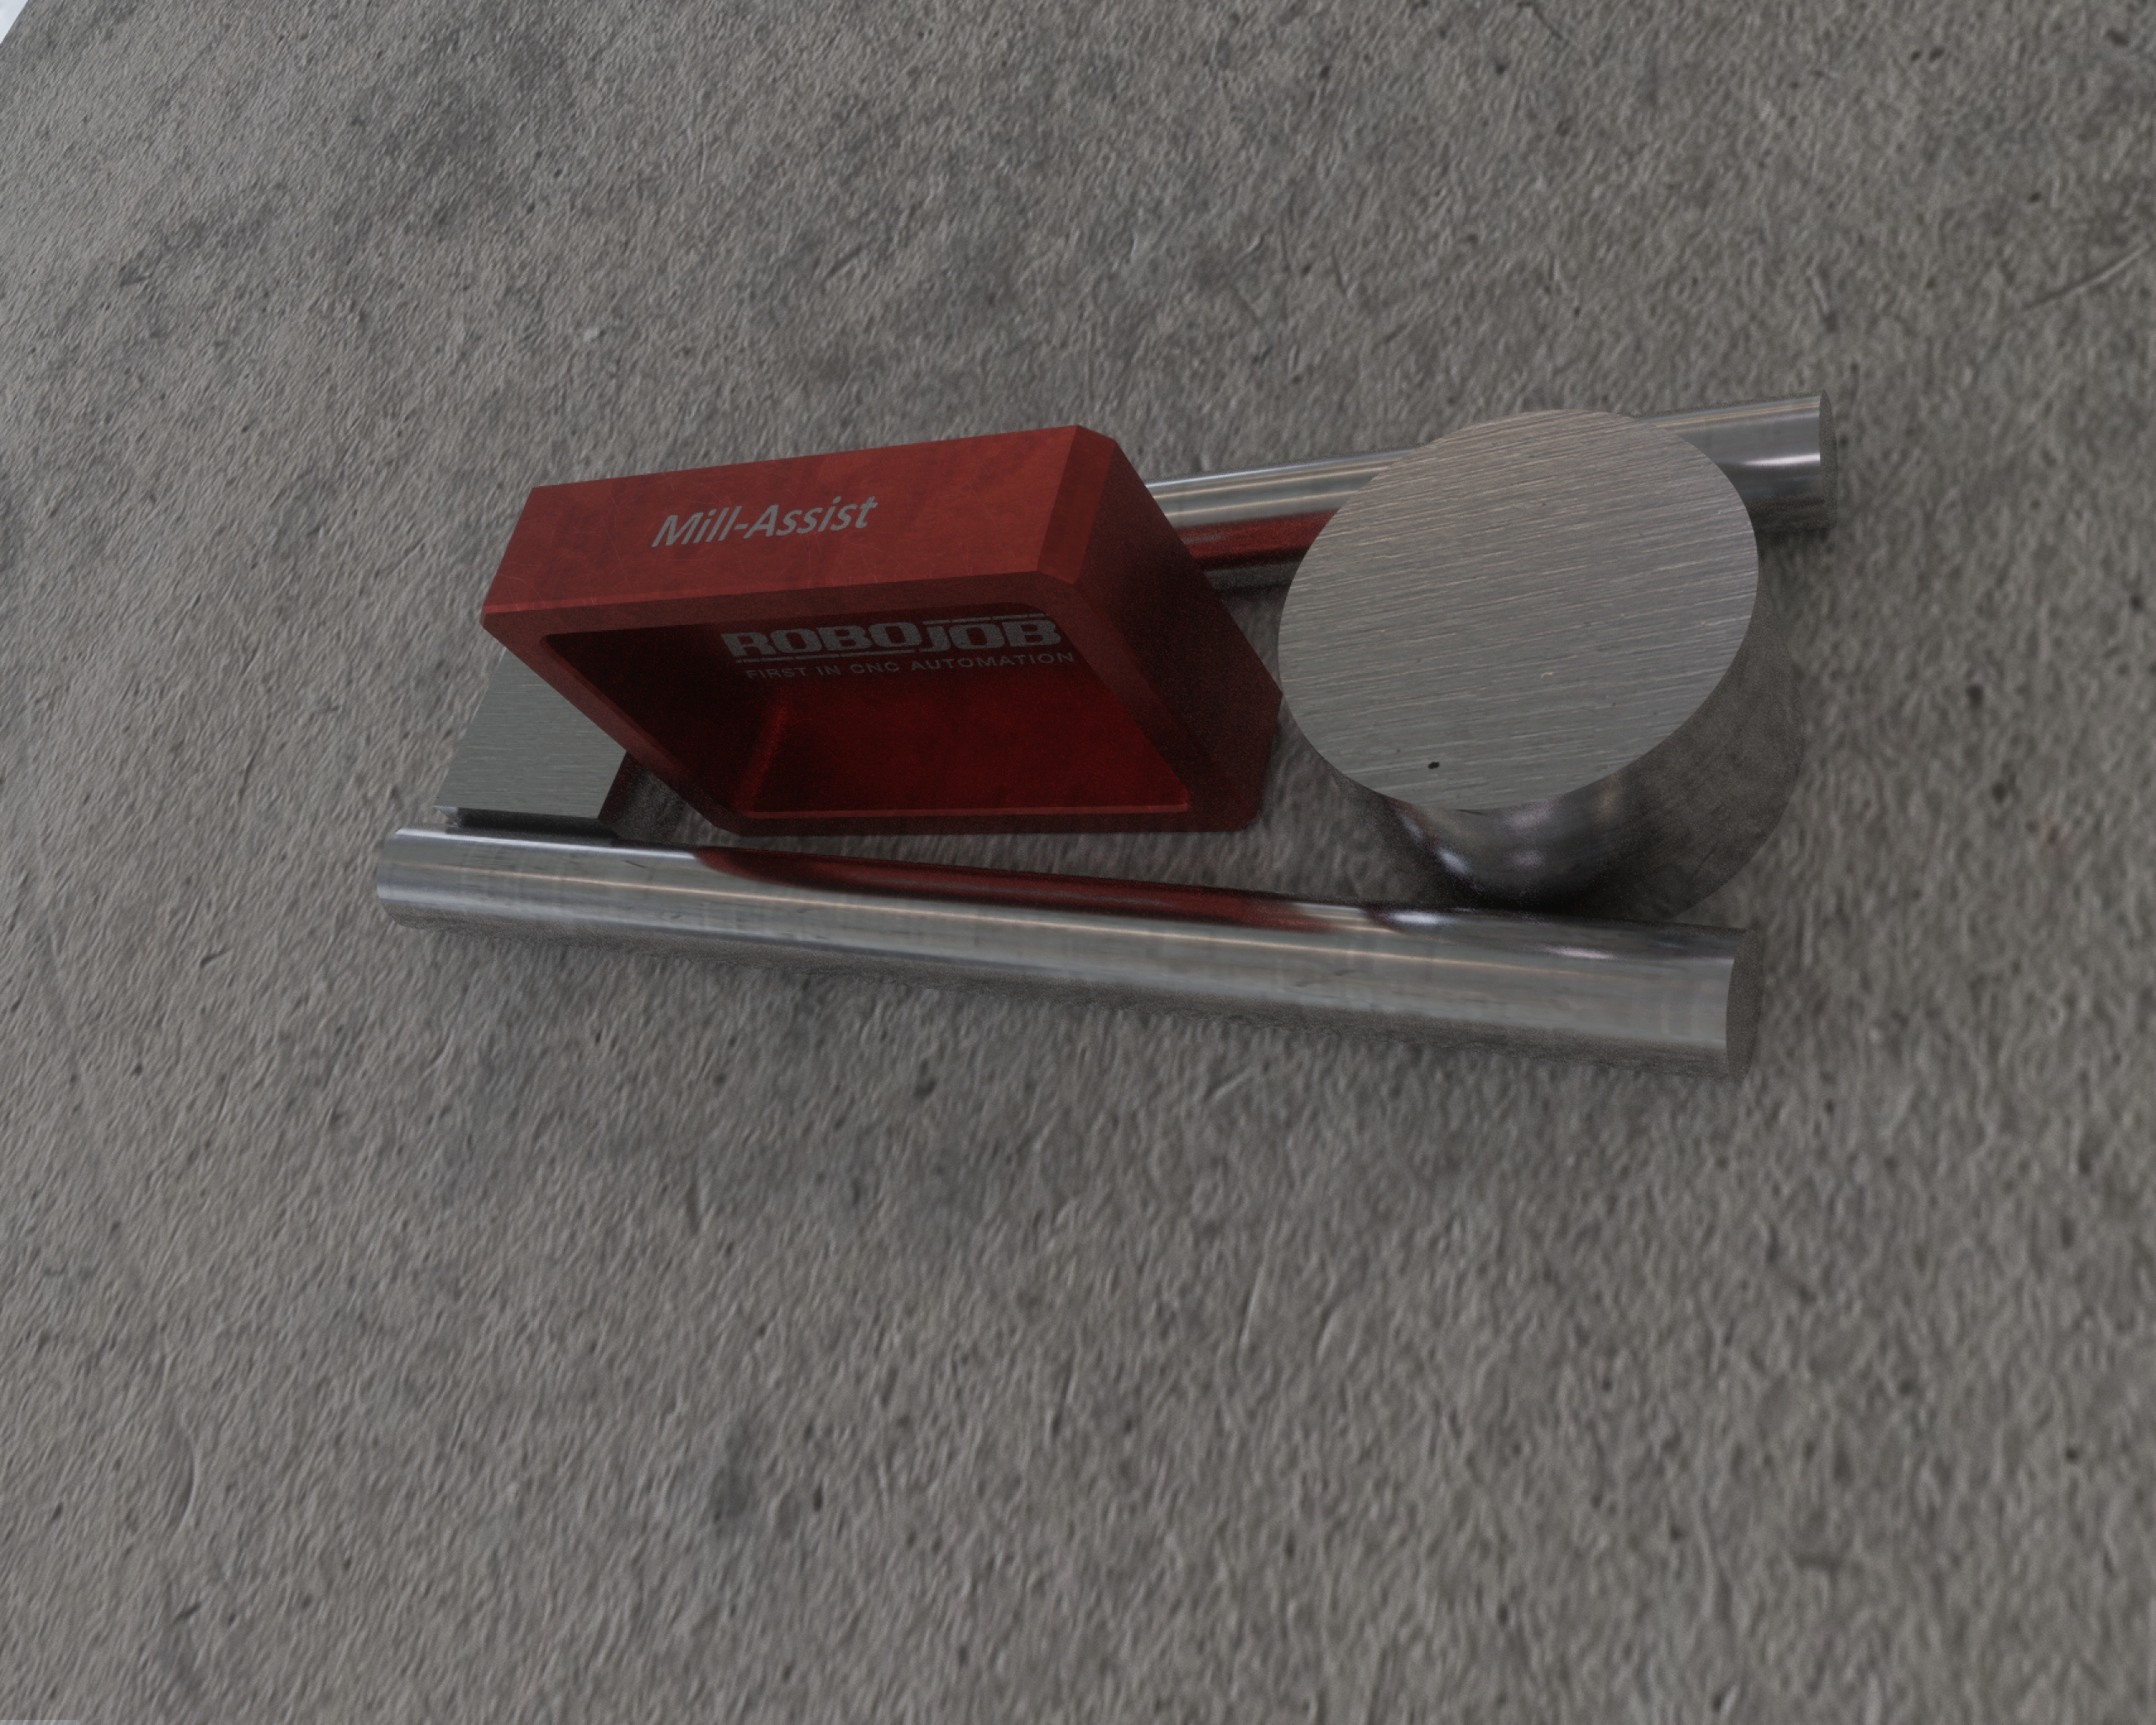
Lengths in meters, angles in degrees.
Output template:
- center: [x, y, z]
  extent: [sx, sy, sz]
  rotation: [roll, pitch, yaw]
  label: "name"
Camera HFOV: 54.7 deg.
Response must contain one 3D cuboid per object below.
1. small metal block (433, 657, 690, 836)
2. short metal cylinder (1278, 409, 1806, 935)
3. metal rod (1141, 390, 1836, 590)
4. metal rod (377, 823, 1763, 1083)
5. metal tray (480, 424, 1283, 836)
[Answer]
- center: [-0.113, -0.027, 0.482]
  extent: [0.050, 0.025, 0.050]
  rotation: [5, 64, 30]
  label: "small metal block"
- center: [0.082, -0.032, 0.365]
  extent: [0.080, 0.050, 0.080]
  rotation: [-13, 56, 21]
  label: "short metal cylinder"
- center: [0.002, -0.068, 0.446]
  extent: [0.300, 0.025, 0.025]
  rotation: [-2, 61, 27]
  label: "metal rod"
- center: [-0.023, 0.013, 0.410]
  extent: [0.300, 0.025, 0.025]
  rotation: [4, 64, 30]
  label: "metal rod"
- center: [-0.037, -0.040, 0.406]
  extent: [0.130, 0.090, 0.030]
  rotation: [0, 62, 28]
  label: "metal tray"
